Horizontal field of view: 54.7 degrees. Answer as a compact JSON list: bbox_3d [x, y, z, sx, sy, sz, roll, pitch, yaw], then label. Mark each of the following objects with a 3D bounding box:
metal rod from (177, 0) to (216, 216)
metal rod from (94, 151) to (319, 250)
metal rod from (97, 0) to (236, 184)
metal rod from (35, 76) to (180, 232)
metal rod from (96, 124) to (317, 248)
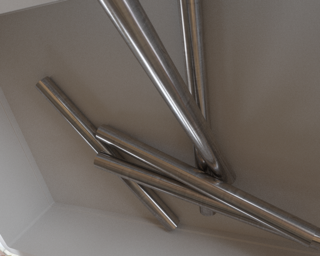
[{"bbox_3d":[0.049,-0.012,0.375,0.025,0.025,0.298,5,121,25],"label":"metal rod"},{"bbox_3d":[0.047,0.087,0.404,0.301,0.025,0.025,17,125,19],"label":"metal rod"},{"bbox_3d":[0.022,-0.021,0.302,0.025,0.025,0.300,-4,143,30],"label":"metal rod"},{"bbox_3d":[-0.077,0.043,0.475,0.300,0.025,0.025,49,129,-7],"label":"metal rod"},{"bbox_3d":[0.038,0.061,0.394,0.300,0.025,0.025,24,128,25],"label":"metal rod"}]
